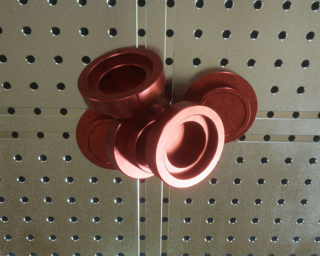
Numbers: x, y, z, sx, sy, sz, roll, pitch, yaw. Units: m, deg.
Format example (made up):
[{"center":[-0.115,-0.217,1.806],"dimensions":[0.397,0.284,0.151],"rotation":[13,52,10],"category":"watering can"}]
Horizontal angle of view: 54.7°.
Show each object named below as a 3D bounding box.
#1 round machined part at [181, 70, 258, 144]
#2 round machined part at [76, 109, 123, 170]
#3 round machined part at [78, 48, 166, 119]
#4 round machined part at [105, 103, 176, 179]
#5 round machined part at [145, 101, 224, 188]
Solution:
[{"center":[0.077,-0.023,0.397],"dimensions":[0.099,0.042,0.097],"rotation":[0,110,-1],"category":"round machined part"},{"center":[-0.062,0.012,0.408],"dimensions":[0.099,0.042,0.097],"rotation":[0,110,-1],"category":"round machined part"},{"center":[-0.041,-0.049,0.361],"dimensions":[0.099,0.098,0.042],"rotation":[-12,135,4],"category":"round machined part"},{"center":[-0.014,0.018,0.385],"dimensions":[0.099,0.042,0.097],"rotation":[-12,110,-36],"category":"round machined part"},{"center":[0.024,0.016,0.359],"dimensions":[0.099,0.042,0.097],"rotation":[-12,112,-31],"category":"round machined part"}]
